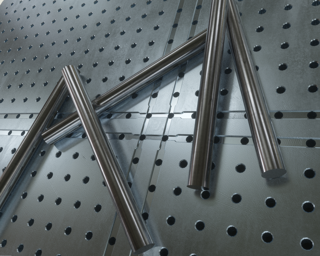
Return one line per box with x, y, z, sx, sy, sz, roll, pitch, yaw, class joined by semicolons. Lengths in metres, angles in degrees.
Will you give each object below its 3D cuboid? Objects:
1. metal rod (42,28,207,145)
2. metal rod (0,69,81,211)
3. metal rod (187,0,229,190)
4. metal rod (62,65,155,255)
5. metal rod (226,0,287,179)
-0.050;-0.060;0.469;0.300;0.025;0.025;-31;52;7;metal rod
-0.210;0.026;0.499;0.025;0.025;0.300;11;67;32;metal rod
0.066;-0.071;0.398;0.025;0.025;0.299;-1;66;27;metal rod
-0.081;0.021;0.414;0.025;0.025;0.299;-33;58;6;metal rod
0.109;-0.079;0.398;0.025;0.025;0.299;-16;55;19;metal rod
